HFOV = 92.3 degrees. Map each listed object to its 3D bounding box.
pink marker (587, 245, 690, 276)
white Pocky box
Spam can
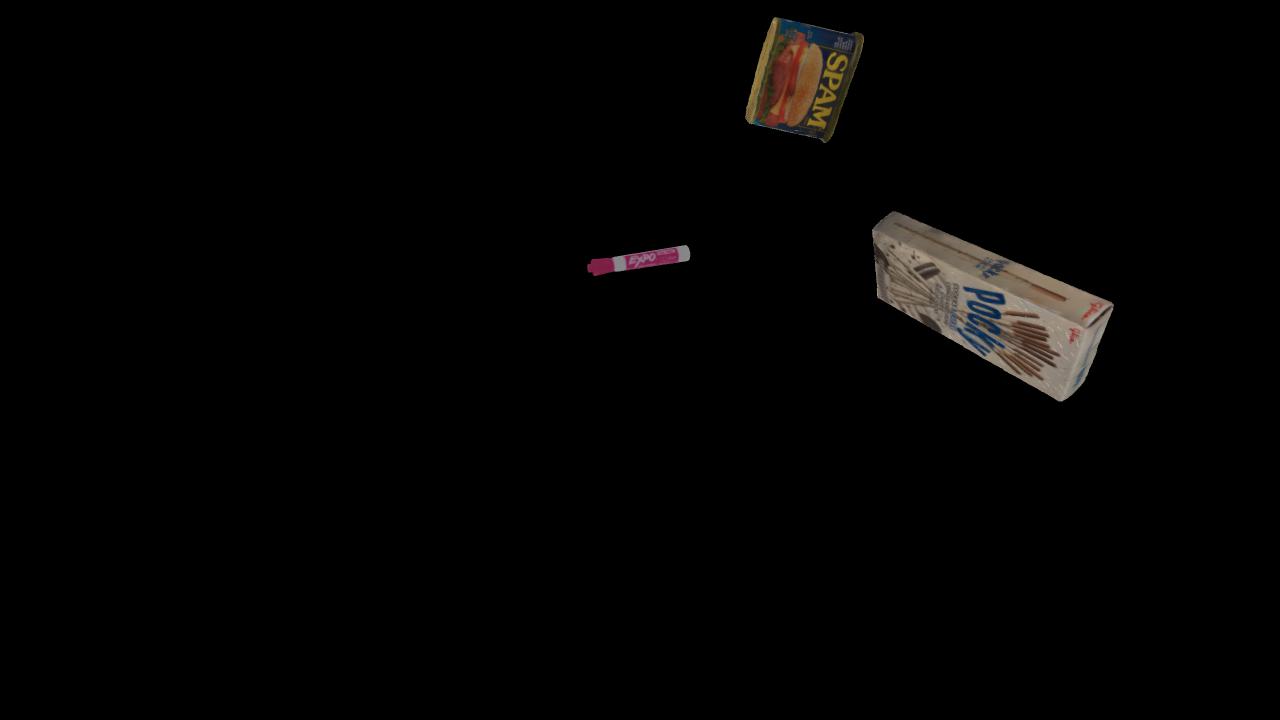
[{"bbox_3d":[-0.001,-0.113,0.699,0.121,0.020,0.020,-12,4,-18],"label":"pink marker"},{"bbox_3d":[0.233,-0.041,0.429,0.154,0.028,0.084,42,-11,40],"label":"white Pocky box"},{"bbox_3d":[0.160,-0.278,0.611,0.085,0.101,0.058,11,32,-4],"label":"Spam can"}]
